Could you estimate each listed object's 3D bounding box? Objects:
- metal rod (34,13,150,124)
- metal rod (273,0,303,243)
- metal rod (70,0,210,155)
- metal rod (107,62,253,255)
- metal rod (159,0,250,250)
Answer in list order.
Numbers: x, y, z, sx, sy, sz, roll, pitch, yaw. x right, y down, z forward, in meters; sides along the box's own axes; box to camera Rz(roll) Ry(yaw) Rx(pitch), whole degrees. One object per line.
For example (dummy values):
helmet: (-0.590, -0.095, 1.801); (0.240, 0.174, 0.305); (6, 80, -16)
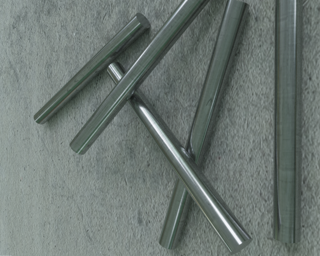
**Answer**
metal rod: (-0.127, -0.083, 0.509); (0.299, 0.025, 0.025); (-32, 70, 35)
metal rod: (0.125, -0.041, 0.301); (0.025, 0.025, 0.298); (1, 90, 40)
metal rod: (-0.019, -0.079, 0.386); (0.299, 0.025, 0.025); (-48, 61, 17)
metal rod: (0.004, 0.011, 0.374); (0.025, 0.025, 0.300); (-56, 50, 25)
metal rod: (0.048, 0.006, 0.365); (0.025, 0.025, 0.298); (24, 105, 37)
